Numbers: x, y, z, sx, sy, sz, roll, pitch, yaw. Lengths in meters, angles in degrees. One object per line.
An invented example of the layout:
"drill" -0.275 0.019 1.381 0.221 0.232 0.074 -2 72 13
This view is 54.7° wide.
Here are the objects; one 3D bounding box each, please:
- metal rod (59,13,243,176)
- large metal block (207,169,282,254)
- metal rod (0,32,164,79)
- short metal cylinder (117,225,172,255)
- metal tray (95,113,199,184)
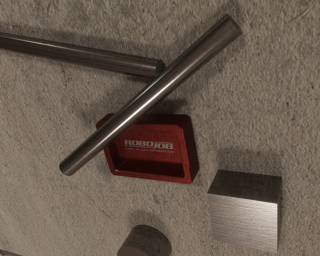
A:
"metal rod" -0.030 -0.022 0.376 0.299 0.025 0.025 -38 97 28
"large metal block" 0.111 0.104 0.396 0.080 0.050 0.079 3 120 26
"metal rod" -0.138 -0.103 0.413 0.301 0.025 0.025 14 124 19
"short metal cylinder" -0.026 0.216 0.536 0.080 0.050 0.079 13 124 20
"metal tray" -0.017 0.027 0.427 0.130 0.030 0.089 2 120 27
